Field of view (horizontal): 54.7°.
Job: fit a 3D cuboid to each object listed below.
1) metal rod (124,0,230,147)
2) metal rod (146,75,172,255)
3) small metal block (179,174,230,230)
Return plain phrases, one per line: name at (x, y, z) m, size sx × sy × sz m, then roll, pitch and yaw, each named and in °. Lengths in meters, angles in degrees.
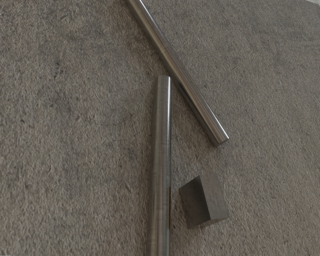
metal rod at (0.016, -0.105, 0.476) m, size 0.025 × 0.025 × 0.299 m, roll -19°, pitch 72°, yaw -35°
metal rod at (0.001, 0.059, 0.367) m, size 0.025 × 0.025 × 0.300 m, roll 15°, pitch 56°, yaw -20°
small metal block at (0.050, 0.087, 0.362) m, size 0.025 × 0.050 × 0.050 m, roll 2°, pitch 61°, yaw -27°
